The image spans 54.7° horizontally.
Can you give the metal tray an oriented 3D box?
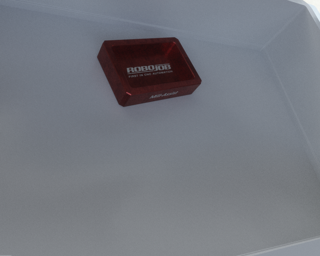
[{"bbox_3d":[-0.013,-0.085,0.448,0.131,0.030,0.090,-14,69,-34],"label":"metal tray"}]
